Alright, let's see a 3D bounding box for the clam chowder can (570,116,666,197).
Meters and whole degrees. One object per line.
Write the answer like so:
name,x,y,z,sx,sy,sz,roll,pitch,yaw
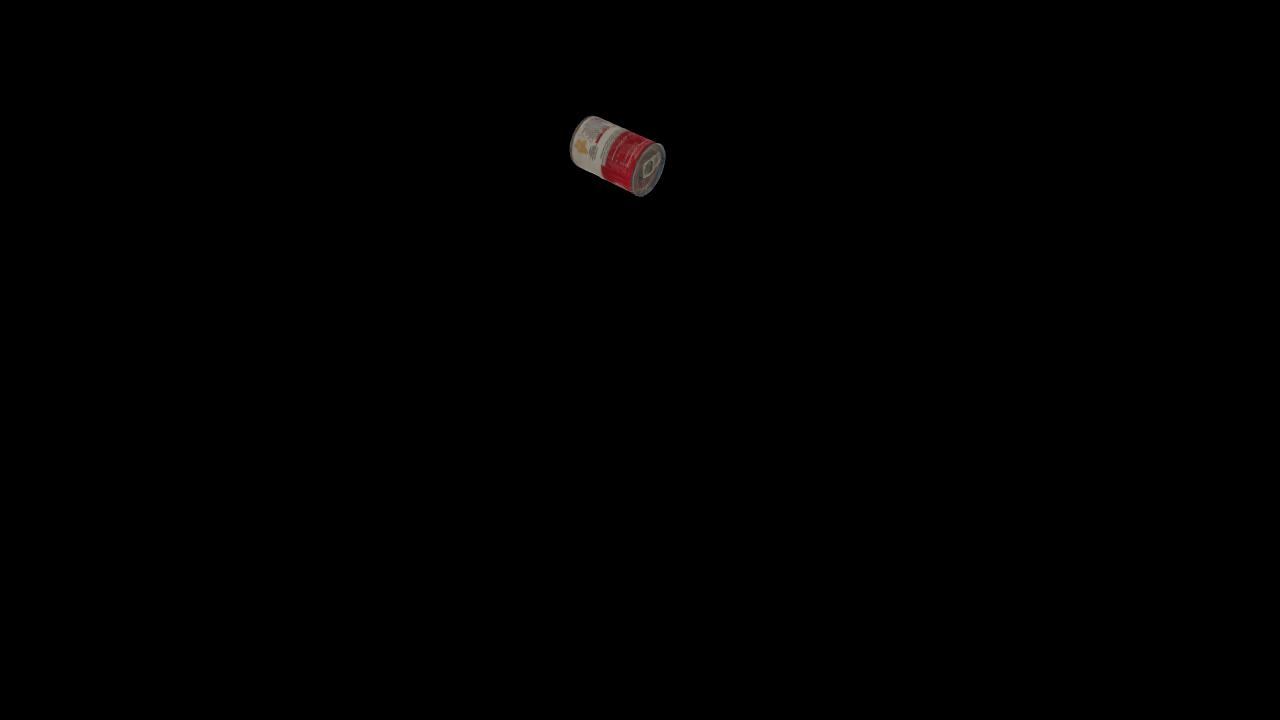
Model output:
clam chowder can,-0.029,-0.255,0.767,0.102,0.068,0.068,31,12,20
